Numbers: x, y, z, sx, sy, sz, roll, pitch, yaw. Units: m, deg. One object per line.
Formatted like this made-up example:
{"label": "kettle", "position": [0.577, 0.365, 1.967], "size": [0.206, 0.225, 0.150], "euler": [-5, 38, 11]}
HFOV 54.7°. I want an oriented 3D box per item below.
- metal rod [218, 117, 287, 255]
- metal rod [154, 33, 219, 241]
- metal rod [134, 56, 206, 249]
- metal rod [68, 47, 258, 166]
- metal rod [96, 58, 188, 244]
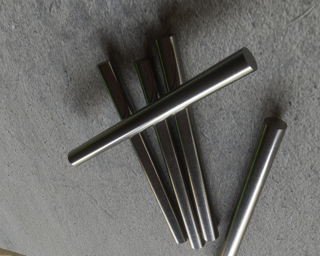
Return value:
{"label": "metal rod", "position": [0.111, 0.117, 0.420], "size": [0.025, 0.025, 0.298], "euler": [19, 126, 17]}
{"label": "metal rod", "position": [0.041, 0.030, 0.403], "size": [0.025, 0.025, 0.298], "euler": [-1, 118, 28]}
{"label": "metal rod", "position": [0.020, 0.050, 0.426], "size": [0.025, 0.025, 0.298], "euler": [-2, 118, 29]}
{"label": "metal rod", "position": [-0.022, -0.010, 0.378], "size": [0.299, 0.025, 0.025], "euler": [-27, 104, 37]}
{"label": "metal rod", "position": [-0.017, 0.046, 0.444], "size": [0.025, 0.025, 0.299], "euler": [-8, 114, 32]}
